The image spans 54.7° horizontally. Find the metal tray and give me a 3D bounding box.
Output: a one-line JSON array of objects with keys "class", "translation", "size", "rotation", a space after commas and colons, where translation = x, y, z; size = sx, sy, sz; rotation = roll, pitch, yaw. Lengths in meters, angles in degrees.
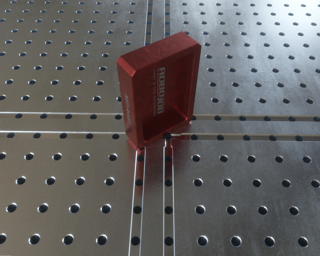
[{"class": "metal tray", "translation": [0.000, -0.041, 0.374], "size": [0.091, 0.129, 0.030], "rotation": [-28, 56, -22]}]
